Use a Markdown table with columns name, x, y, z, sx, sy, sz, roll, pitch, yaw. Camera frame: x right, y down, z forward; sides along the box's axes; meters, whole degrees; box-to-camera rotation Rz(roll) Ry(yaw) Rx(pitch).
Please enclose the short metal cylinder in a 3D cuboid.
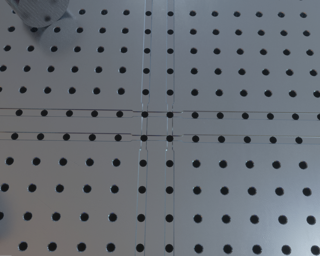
| name | x | y | z | sx | sy | sz | roll | pitch | yaw |
| --- | --- | --- | --- | --- | --- | --- | --- | --- | --- |
| short metal cylinder | -0.182 | -0.196 | 0.453 | 0.080 | 0.080 | 0.050 | -38 | 75 | -13 |
